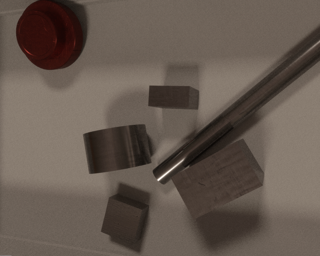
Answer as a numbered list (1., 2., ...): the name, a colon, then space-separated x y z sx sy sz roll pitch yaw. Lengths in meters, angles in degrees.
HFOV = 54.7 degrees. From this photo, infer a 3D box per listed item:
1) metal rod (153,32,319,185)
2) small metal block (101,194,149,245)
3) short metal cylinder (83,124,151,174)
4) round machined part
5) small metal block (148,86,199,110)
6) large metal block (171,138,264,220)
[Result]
1. metal rod: 0.109 -0.030 0.371 0.299 0.025 0.025 -41 78 15
2. small metal block: -0.048 0.125 0.426 0.050 0.025 0.050 16 95 19
3. short metal cylinder: -0.055 0.027 0.399 0.080 0.080 0.050 -11 87 19
4. round machined part: -0.165 -0.133 0.447 0.098 0.042 0.097 5 106 18
5. small metal block: 0.019 -0.038 0.390 0.050 0.050 0.025 4 91 19
6. large metal block: 0.070 0.055 0.356 0.080 0.080 0.050 -32 80 17
